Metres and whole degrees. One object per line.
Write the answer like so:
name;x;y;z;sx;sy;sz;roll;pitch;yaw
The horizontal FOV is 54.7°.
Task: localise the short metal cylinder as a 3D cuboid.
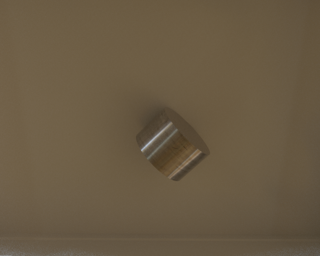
short metal cylinder;0.017;0.020;0.390;0.080;0.080;0.050;42;105;-14
